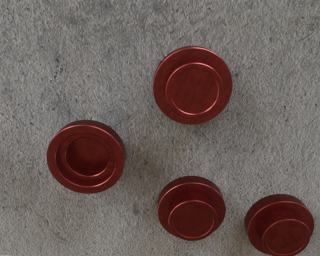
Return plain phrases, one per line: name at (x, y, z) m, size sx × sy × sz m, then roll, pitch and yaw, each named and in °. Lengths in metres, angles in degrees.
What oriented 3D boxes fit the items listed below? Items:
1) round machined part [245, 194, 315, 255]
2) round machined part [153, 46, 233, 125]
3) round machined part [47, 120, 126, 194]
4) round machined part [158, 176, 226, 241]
round machined part at (0.179, 0.151, 0.458) m, size 0.099 × 0.042 × 0.097 m, roll 0°, pitch 110°, yaw 0°
round machined part at (0.041, -0.050, 0.383) m, size 0.099 × 0.042 × 0.097 m, roll 0°, pitch 110°, yaw 0°
round machined part at (-0.094, 0.035, 0.413) m, size 0.099 × 0.042 × 0.097 m, roll 0°, pitch 110°, yaw 0°
round machined part at (0.046, 0.122, 0.446) m, size 0.099 × 0.042 × 0.097 m, roll 0°, pitch 110°, yaw 0°
